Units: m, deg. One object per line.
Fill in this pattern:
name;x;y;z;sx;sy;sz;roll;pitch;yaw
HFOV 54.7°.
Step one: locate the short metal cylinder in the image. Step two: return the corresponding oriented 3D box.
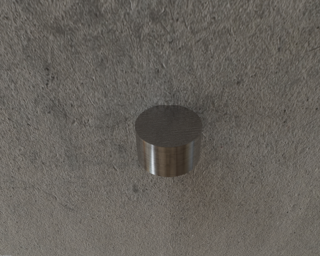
short metal cylinder;0.011;0.014;0.385;0.081;0.080;0.050;-1;130;0
